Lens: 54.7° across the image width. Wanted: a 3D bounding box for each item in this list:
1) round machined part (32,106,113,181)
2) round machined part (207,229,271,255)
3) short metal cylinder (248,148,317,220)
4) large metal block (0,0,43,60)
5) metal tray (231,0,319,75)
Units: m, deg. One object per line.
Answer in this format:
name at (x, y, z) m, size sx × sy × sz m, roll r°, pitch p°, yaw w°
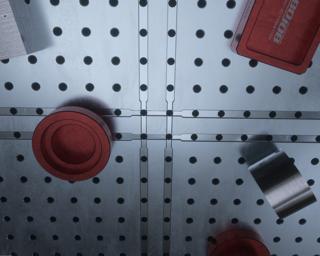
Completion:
round machined part at (-0.112, 0.018, 0.410) m, size 0.099 × 0.042 × 0.097 m, roll 0°, pitch 110°, yaw 0°
round machined part at (0.125, 0.211, 0.483) m, size 0.099 × 0.042 × 0.097 m, roll 0°, pitch 110°, yaw 0°
short metal cylinder at (0.161, 0.074, 0.413) m, size 0.050 × 0.080 × 0.080 m, roll -33°, pitch 107°, yaw 11°
large metal block at (-0.194, -0.119, 0.354) m, size 0.080 × 0.050 × 0.079 m, roll -11°, pitch 110°, yaw 4°
metal tray at (0.150, -0.138, 0.361) m, size 0.091 × 0.030 × 0.129 m, roll 16°, pitch 109°, yaw -6°
